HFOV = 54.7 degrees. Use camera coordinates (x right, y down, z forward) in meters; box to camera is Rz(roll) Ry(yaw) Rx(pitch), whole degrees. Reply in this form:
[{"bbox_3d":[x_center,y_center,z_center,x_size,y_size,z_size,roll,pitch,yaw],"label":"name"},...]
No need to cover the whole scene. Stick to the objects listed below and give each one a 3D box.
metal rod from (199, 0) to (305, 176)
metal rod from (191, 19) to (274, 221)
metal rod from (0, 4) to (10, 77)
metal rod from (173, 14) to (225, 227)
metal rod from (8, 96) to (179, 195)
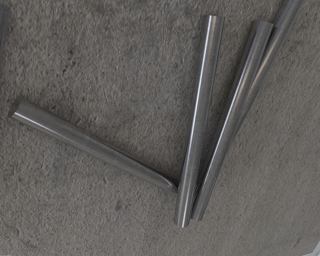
[{"bbox_3d":[0.121,-0.038,0.449,0.025,0.025,0.298,9,114,-32],"label":"metal rod"},{"bbox_3d":[0.094,0.001,0.440,0.025,0.025,0.298,5,110,-31],"label":"metal rod"},{"bbox_3d":[-0.190,0.024,0.317,0.025,0.025,0.298,7,115,-32],"label":"metal rod"},{"bbox_3d":[0.048,0.006,0.417,0.025,0.025,0.298,-5,115,-26],"label":"metal rod"},{"bbox_3d":[-0.048,0.043,0.406,0.301,0.025,0.025,33,100,-38],"label":"metal rod"}]
